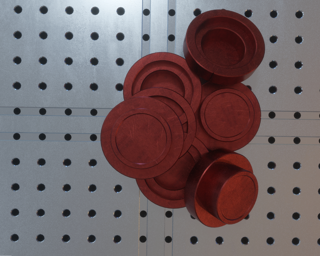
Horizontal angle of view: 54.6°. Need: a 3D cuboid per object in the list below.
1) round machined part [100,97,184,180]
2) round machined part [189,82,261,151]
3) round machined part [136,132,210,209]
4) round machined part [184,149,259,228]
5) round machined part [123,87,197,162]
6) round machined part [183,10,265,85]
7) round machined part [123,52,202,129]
[{"bbox_3d":[-0.021,0.012,0.362,0.099,0.042,0.097,0,90,0],"label":"round machined part"},{"bbox_3d":[0.084,-0.016,0.405,0.099,0.042,0.097,0,90,0],"label":"round machined part"},{"bbox_3d":[0.018,0.051,0.405,0.099,0.042,0.097,0,90,0],"label":"round machined part"},{"bbox_3d":[0.082,0.078,0.381,0.099,0.042,0.097,-9,108,-31],"label":"round machined part"},{"bbox_3d":[-0.004,-0.002,0.404,0.099,0.042,0.097,0,90,0],"label":"round machined part"},{"bbox_3d":[0.078,-0.097,0.394,0.099,0.042,0.098,2,69,-6],"label":"round machined part"},{"bbox_3d":[0.003,-0.046,0.405,0.099,0.042,0.097,0,90,0],"label":"round machined part"}]
